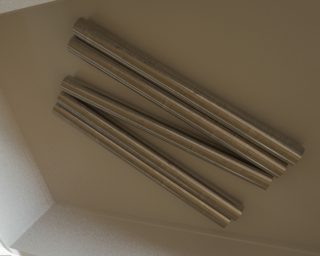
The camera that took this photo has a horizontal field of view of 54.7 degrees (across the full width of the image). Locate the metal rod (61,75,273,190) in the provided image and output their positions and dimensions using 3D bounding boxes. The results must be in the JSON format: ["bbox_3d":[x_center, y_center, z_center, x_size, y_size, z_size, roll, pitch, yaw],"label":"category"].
[{"bbox_3d":[0.001,0.001,0.407,0.301,0.025,0.025,26,128,12],"label":"metal rod"}]

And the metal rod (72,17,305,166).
[{"bbox_3d":[0.027,-0.047,0.364,0.301,0.025,0.025,32,129,7],"label":"metal rod"}]

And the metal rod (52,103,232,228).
[{"bbox_3d":[-0.029,0.050,0.453,0.301,0.025,0.025,33,129,6],"label":"metal rod"}]

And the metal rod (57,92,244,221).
[{"bbox_3d":[-0.017,0.035,0.438,0.301,0.025,0.025,33,129,6],"label":"metal rod"}]

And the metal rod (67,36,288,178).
[{"bbox_3d":[0.016,-0.030,0.380,0.301,0.025,0.025,32,129,7],"label":"metal rod"}]
